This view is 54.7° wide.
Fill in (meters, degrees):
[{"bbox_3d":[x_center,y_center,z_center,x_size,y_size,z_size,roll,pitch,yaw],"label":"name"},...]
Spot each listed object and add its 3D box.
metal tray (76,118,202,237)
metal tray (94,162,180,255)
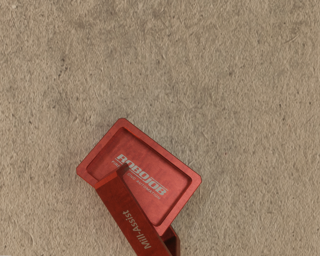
[{"bbox_3d":[-0.026,0.060,0.389,0.130,0.030,0.090,37,77,6],"label":"metal tray"},{"bbox_3d":[-0.022,0.107,0.376,0.030,0.090,0.130,-32,90,4],"label":"metal tray"}]
